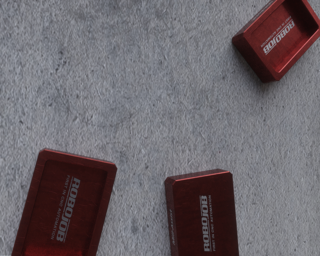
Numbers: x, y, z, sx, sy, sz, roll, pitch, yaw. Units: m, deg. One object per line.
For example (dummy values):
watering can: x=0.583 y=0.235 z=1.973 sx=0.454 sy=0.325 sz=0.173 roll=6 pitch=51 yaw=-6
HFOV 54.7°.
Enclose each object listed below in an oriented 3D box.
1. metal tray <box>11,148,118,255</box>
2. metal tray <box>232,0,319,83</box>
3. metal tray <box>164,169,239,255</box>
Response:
metal tray: x=-0.111 y=0.096 z=0.365 sx=0.091 sy=0.030 sz=0.129 roll=15 pitch=85 yaw=-20
metal tray: x=0.183 y=-0.143 z=0.473 sx=0.130 sy=0.030 sz=0.090 roll=-45 pitch=104 yaw=-14
metal tray: x=0.059 y=0.128 z=0.428 sx=0.091 sy=0.030 sz=0.129 roll=-6 pitch=92 yaw=-20
